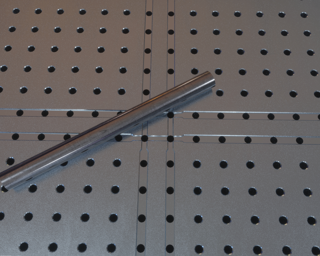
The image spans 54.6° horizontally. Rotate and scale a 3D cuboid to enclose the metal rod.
[{"bbox_3d":[-0.061,-0.001,0.411,0.301,0.025,0.025,-27,72,-10],"label":"metal rod"}]
